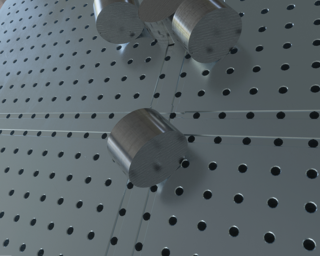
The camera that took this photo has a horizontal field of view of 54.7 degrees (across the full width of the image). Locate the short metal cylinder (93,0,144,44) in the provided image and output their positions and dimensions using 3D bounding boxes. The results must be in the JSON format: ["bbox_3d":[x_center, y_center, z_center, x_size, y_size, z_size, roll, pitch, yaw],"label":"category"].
[{"bbox_3d":[-0.070,-0.191,0.528,0.080,0.080,0.050,-25,53,13],"label":"short metal cylinder"}]

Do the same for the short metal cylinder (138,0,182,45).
[{"bbox_3d":[0.012,-0.181,0.497,0.080,0.050,0.080,-13,56,21],"label":"short metal cylinder"}]

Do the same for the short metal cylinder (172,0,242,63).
[{"bbox_3d":[0.063,-0.136,0.423,0.080,0.080,0.050,-35,51,5],"label":"short metal cylinder"}]

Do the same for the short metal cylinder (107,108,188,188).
[{"bbox_3d":[-0.015,0.023,0.366,0.080,0.080,0.050,-45,51,-3],"label":"short metal cylinder"}]
